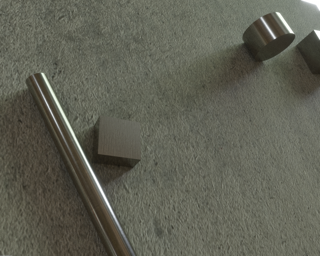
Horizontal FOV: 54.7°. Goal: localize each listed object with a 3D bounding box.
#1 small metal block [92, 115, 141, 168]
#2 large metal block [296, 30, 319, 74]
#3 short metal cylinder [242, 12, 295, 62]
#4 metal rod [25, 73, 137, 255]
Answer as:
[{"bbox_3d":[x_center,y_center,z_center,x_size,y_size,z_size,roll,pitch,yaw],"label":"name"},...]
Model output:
[{"bbox_3d":[-0.051,0.017,0.367,0.050,0.025,0.050,11,57,-23],"label":"small metal block"},{"bbox_3d":[0.367,-0.167,0.691,0.081,0.050,0.080,-3,63,-30],"label":"large metal block"},{"bbox_3d":[0.205,-0.171,0.586,0.081,0.080,0.050,-13,69,-34],"label":"short metal cylinder"},{"bbox_3d":[-0.071,0.069,0.324,0.025,0.025,0.299,-20,72,-36],"label":"metal rod"}]
